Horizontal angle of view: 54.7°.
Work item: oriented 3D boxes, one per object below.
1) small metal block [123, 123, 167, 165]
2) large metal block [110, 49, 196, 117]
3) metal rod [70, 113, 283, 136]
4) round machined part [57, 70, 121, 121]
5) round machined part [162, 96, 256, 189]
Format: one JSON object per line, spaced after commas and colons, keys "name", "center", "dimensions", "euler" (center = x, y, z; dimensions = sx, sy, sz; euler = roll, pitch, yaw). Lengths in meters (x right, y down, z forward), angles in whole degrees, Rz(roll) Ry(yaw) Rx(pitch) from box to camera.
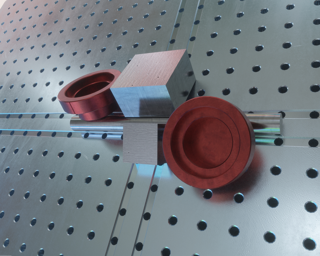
{"name": "small metal block", "center": [-0.019, 0.019, 0.394], "dimensions": [0.050, 0.025, 0.050], "euler": [1, 91, 28]}
{"name": "large metal block", "center": [-0.006, -0.060, 0.418], "dimensions": [0.080, 0.050, 0.080], "euler": [1, 44, 28]}
{"name": "metal rod", "center": [0.001, -0.006, 0.412], "dimensions": [0.300, 0.025, 0.025], "euler": [1, 62, 28]}
{"name": "round machined part", "center": [-0.096, -0.046, 0.460], "dimensions": [0.098, 0.042, 0.098], "euler": [-13, 32, 8]}
{"name": "round machined part", "center": [0.056, 0.016, 0.342], "dimensions": [0.098, 0.042, 0.097], "euler": [-2, 86, 28]}
